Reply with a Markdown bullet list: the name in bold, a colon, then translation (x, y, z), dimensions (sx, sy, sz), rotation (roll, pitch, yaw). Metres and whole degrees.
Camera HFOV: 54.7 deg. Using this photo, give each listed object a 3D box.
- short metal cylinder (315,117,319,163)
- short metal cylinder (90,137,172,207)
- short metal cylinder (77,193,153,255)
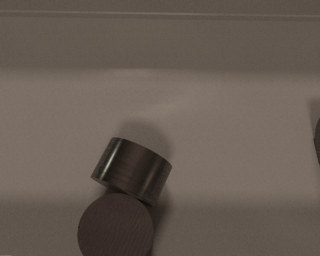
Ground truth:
- **short metal cylinder**: translation (0.234, 0.017, 0.377), dimensions (0.050, 0.080, 0.080), rotation (-2, 70, -1)
- **short metal cylinder**: translation (-0.033, 0.052, 0.361), dimensions (0.080, 0.080, 0.050), rotation (23, 72, 8)
- **short metal cylinder**: translation (-0.047, 0.118, 0.353), dimensions (0.081, 0.050, 0.080), rotation (0, 70, 0)
